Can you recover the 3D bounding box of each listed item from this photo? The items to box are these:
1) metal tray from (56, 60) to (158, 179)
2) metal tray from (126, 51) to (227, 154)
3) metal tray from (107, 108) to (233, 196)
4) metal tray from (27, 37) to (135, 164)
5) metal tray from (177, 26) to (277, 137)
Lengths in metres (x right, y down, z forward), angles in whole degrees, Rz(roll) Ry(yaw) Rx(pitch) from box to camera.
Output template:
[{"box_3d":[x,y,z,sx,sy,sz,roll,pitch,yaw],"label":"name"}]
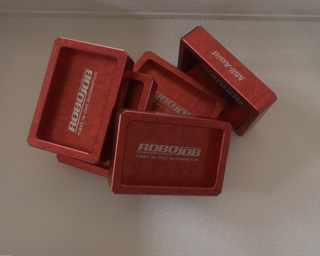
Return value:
[{"box_3d":[-0.064,-0.009,0.384,0.090,0.030,0.129,16,88,11],"label":"metal tray"},{"box_3d":[0.010,-0.031,0.411,0.130,0.030,0.090,35,81,11],"label":"metal tray"},{"box_3d":[0.012,0.029,0.353,0.131,0.030,0.089,5,98,-18],"label":"metal tray"},{"box_3d":[-0.091,-0.032,0.359,0.090,0.030,0.129,14,88,11],"label":"metal tray"},{"box_3d":[0.078,-0.056,0.396,0.030,0.090,0.130,-39,75,-13],"label":"metal tray"}]
